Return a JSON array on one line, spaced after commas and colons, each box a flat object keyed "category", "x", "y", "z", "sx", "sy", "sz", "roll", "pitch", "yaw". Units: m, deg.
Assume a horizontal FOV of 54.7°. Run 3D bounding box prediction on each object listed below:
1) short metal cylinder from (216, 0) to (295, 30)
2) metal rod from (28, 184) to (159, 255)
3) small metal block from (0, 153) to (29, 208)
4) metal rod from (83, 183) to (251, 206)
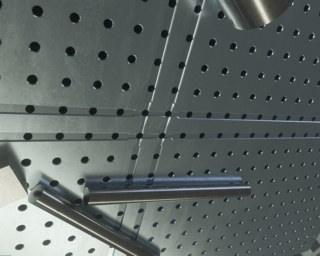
[{"category": "short metal cylinder", "x": 0.100, "y": -0.155, "z": 0.336, "sx": 0.080, "sy": 0.080, "sz": 0.050, "roll": -46, "pitch": 131, "yaw": 4}, {"category": "metal rod", "x": -0.075, "y": 0.166, "z": 0.474, "sx": 0.025, "sy": 0.025, "sz": 0.300, "roll": -42, "pitch": 130, "yaw": 0}, {"category": "small metal block", "x": -0.185, "y": 0.063, "z": 0.350, "sx": 0.050, "sy": 0.025, "sz": 0.050, "roll": -23, "pitch": 127, "yaw": -15}, {"category": "metal rod", "x": 0.030, "y": 0.103, "z": 0.493, "sx": 0.302, "sy": 0.025, "sz": 0.025, "roll": 5, "pitch": 116, "yaw": -31}]
